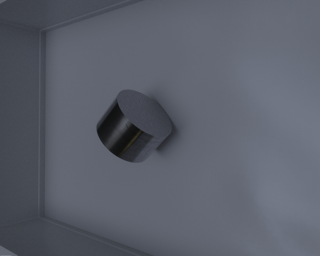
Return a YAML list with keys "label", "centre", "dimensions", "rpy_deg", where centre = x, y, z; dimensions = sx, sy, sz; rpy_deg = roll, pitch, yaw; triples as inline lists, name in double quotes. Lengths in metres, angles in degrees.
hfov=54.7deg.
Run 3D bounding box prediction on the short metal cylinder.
- label: "short metal cylinder"
  centre: [-0.032, -0.003, 0.392]
  dimensions: [0.050, 0.081, 0.080]
  rpy_deg: [-49, 62, 29]
